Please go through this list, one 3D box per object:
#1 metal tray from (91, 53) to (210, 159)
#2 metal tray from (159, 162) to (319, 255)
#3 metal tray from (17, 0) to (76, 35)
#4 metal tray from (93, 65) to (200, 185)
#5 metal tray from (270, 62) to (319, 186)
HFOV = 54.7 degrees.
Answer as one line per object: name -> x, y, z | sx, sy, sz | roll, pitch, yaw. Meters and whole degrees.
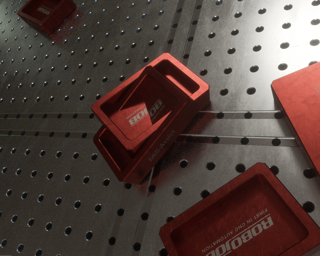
metal tray -> -0.011, -0.032, 0.403 | 0.130, 0.030, 0.090 | -38, 61, -12
metal tray -> 0.074, 0.105, 0.300 | 0.130, 0.030, 0.090 | -35, 51, 4
metal tray -> -0.258, -0.268, 0.700 | 0.130, 0.030, 0.090 | 32, 79, 37
metal tray -> -0.022, -0.004, 0.396 | 0.130, 0.030, 0.090 | -52, 51, 11
metal tray -> 0.182, -0.011, 0.316 | 0.090, 0.030, 0.130 | -23, 53, 14
